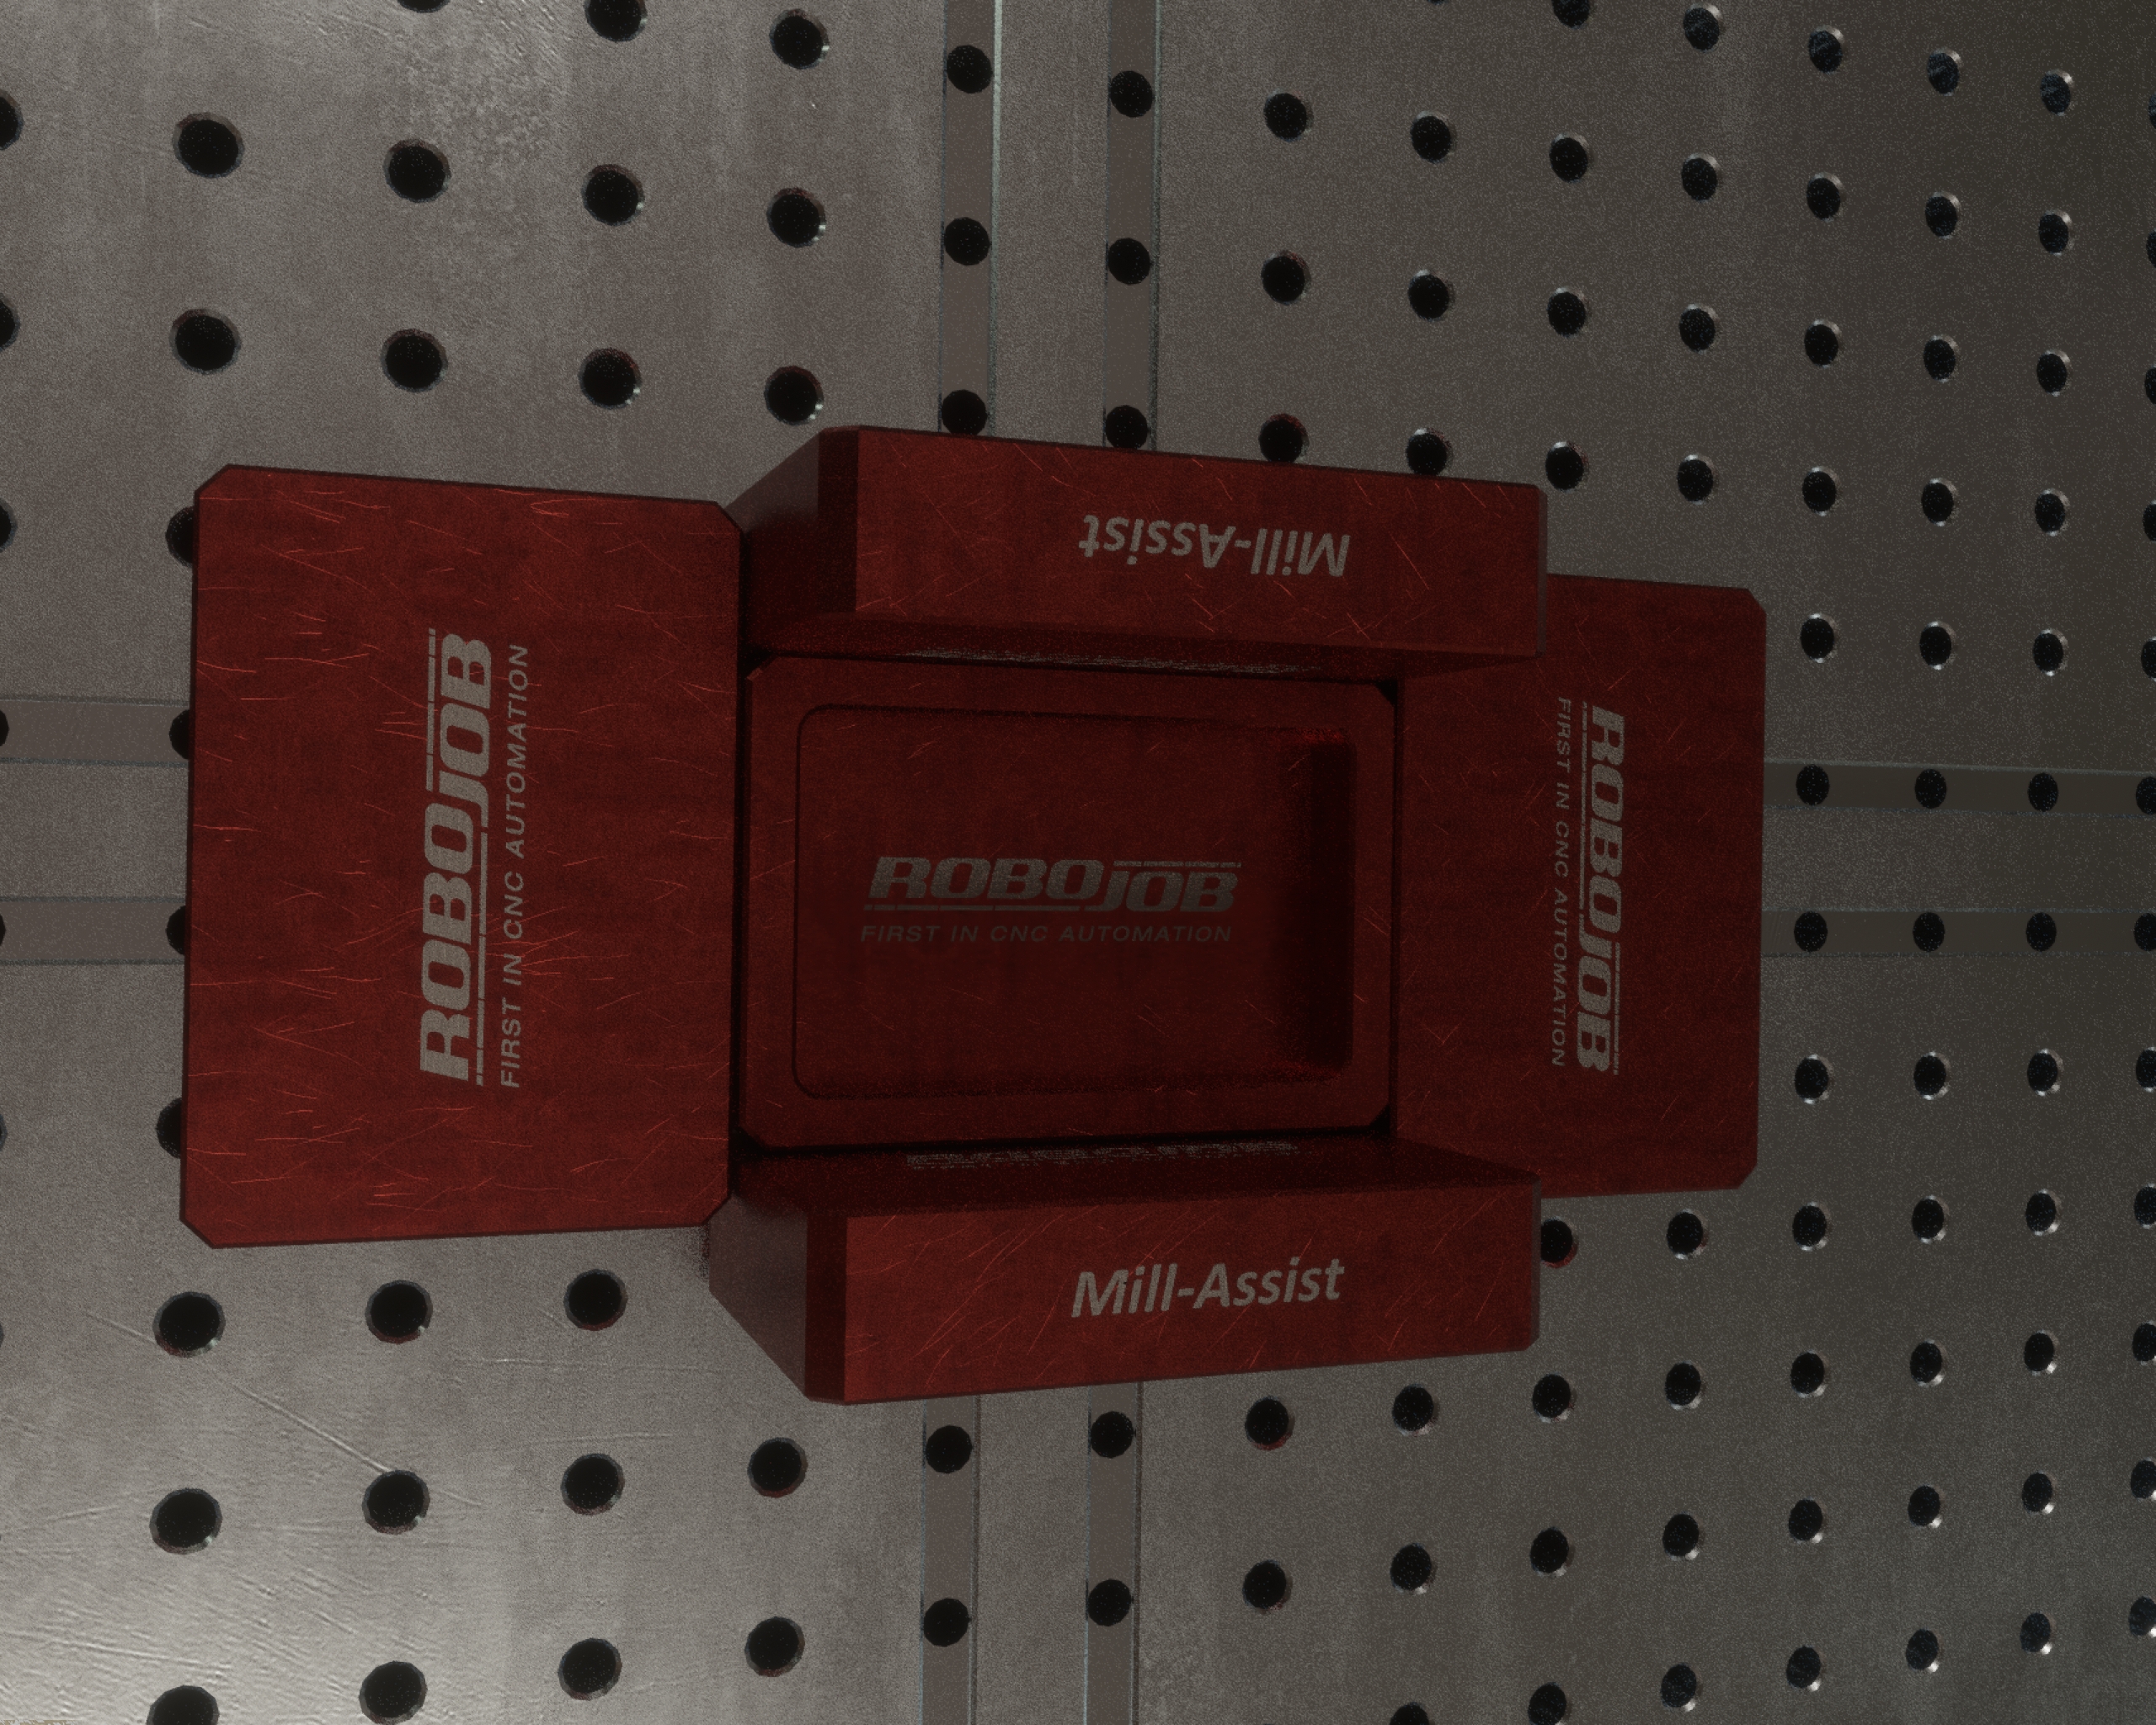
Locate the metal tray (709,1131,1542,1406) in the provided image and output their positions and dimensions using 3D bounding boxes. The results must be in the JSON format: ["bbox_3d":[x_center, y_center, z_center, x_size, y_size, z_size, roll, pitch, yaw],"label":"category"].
[{"bbox_3d":[0.006,0.068,0.380,0.131,0.090,0.030,1,90,-20],"label":"metal tray"}]

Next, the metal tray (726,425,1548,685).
[{"bbox_3d":[0.007,-0.052,0.382,0.131,0.090,0.030,1,90,-20],"label":"metal tray"}]

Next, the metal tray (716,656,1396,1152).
[{"bbox_3d":[-0.003,0.008,0.407,0.131,0.030,0.089,1,90,-21],"label":"metal tray"}]

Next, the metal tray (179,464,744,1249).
[{"bbox_3d":[-0.108,-0.001,0.370,0.091,0.030,0.129,1,90,-21],"label":"metal tray"}]

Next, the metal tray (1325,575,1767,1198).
[{"bbox_3d":[0.101,0.005,0.447,0.091,0.030,0.129,1,90,-21],"label":"metal tray"}]
